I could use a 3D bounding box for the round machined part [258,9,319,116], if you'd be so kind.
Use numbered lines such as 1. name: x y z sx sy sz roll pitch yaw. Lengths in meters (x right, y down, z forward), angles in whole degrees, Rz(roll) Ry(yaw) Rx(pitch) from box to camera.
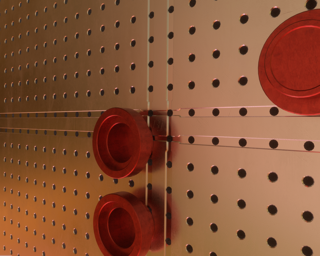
1. round machined part: 0.137 -0.060 0.285 0.098 0.042 0.097 0 90 40

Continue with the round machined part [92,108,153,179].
1. round machined part: -0.049 0.021 0.440 0.098 0.042 0.097 0 90 40

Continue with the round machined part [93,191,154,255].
1. round machined part: -0.047 0.139 0.439 0.098 0.042 0.097 0 90 40
